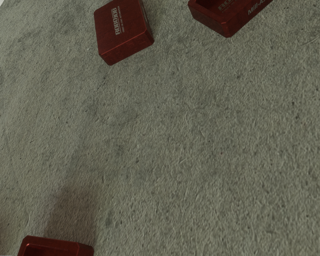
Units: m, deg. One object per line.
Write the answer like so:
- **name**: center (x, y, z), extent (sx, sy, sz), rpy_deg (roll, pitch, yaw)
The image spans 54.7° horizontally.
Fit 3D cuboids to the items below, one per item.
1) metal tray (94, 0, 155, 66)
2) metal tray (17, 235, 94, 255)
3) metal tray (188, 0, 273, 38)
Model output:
- **metal tray**: center (-0.067, -0.179, 0.546), extent (0.090, 0.030, 0.130), rpy_deg (-24, 53, 13)
- **metal tray**: center (-0.135, 0.195, 0.351), extent (0.090, 0.030, 0.130), rpy_deg (-3, 60, 26)
- **metal tray**: center (0.118, -0.203, 0.462), extent (0.130, 0.030, 0.090), rpy_deg (-41, 51, -1)
